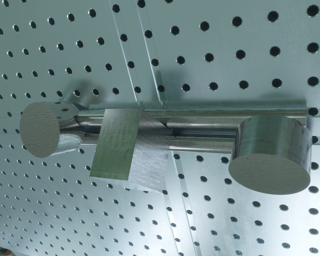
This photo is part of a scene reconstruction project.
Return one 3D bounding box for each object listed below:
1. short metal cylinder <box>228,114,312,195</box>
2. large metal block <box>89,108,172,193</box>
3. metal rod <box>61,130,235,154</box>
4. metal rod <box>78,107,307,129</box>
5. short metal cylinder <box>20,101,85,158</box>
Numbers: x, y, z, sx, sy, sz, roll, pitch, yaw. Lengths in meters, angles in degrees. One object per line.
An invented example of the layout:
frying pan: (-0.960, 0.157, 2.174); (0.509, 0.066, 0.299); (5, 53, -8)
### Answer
short metal cylinder: (0.119, 0.030, 0.334); (0.080, 0.050, 0.080); (15, 146, 10)
large metal block: (-0.030, 0.029, 0.371); (0.050, 0.080, 0.080); (1, 161, 28)
metal rod: (-0.039, 0.017, 0.441); (0.300, 0.025, 0.025); (1, 119, 27)
metal rod: (0.019, -0.012, 0.393); (0.300, 0.025, 0.025); (1, 119, 27)
short metal cylinder: (-0.160, 0.001, 0.461); (0.080, 0.050, 0.079); (3, 97, 27)
